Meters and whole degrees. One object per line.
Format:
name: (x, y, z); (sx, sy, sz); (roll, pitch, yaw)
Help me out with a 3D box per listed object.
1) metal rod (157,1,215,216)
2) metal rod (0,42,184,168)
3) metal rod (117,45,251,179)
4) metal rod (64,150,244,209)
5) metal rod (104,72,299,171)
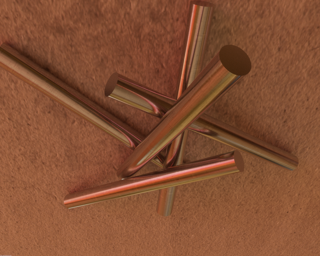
metal rod: (0.024, 0.001, 0.386); (0.025, 0.025, 0.298); (5, 124, -5)
metal rod: (-0.066, -0.005, 0.401); (0.301, 0.025, 0.025); (35, 122, -27)
metal rod: (-0.001, 0.011, 0.338); (0.025, 0.025, 0.299); (17, 152, -14)
metal rod: (-0.030, 0.078, 0.426); (0.300, 0.025, 0.025); (-20, 129, 34)
metal rod: (0.073, 0.005, 0.374); (0.302, 0.025, 0.025); (21, 128, -32)
